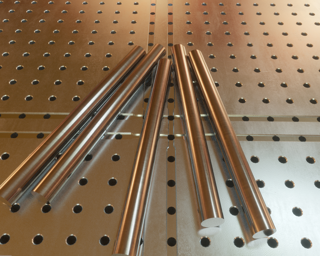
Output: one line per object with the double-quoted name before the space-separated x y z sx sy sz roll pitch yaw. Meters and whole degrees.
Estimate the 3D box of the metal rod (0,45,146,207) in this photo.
"metal rod" -0.103 -0.023 0.426 0.025 0.025 0.301 22 53 17

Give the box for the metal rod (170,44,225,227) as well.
"metal rod" 0.043 -0.015 0.421 0.025 0.025 0.300 -4 50 -3

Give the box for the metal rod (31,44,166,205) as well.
"metal rod" -0.067 -0.026 0.430 0.025 0.025 0.301 20 53 16

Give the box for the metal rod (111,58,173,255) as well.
"metal rod" -0.014 0.013 0.397 0.025 0.025 0.300 6 50 5

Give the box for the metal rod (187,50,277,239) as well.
"metal rod" 0.082 -0.005 0.412 0.025 0.025 0.300 -7 50 -6
